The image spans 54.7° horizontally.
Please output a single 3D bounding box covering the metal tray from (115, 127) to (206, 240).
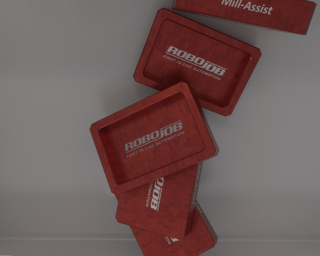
[{"bbox_3d":[0.002,0.061,0.388,0.090,0.030,0.129,9,85,19],"label":"metal tray"}]

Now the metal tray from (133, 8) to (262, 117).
[{"bbox_3d":[0.043,-0.079,0.379,0.131,0.030,0.089,21,109,-8],"label":"metal tray"}]

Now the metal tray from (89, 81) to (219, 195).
[{"bbox_3d":[-0.008,0.013,0.362,0.130,0.030,0.090,-24,79,14],"label":"metal tray"}]

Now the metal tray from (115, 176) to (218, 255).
[{"bbox_3d":[0.005,0.114,0.412,0.090,0.030,0.130,-33,72,10],"label":"metal tray"}]

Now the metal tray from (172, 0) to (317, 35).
[{"bbox_3d":[0.081,-0.129,0.329,0.131,0.090,0.030,10,110,-4],"label":"metal tray"}]
